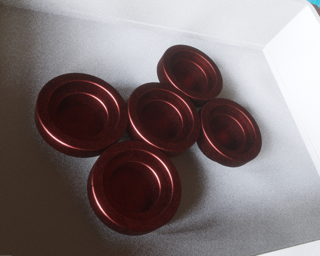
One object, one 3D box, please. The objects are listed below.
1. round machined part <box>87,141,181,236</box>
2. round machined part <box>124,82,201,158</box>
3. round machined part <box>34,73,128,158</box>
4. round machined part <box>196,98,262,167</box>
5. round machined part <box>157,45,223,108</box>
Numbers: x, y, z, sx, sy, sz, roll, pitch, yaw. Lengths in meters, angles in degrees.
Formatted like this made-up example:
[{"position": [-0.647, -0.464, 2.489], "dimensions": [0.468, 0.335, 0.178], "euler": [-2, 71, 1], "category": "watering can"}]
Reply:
[{"position": [-0.030, 0.066, 0.334], "dimensions": [0.099, 0.042, 0.098], "euler": [14, 56, -21], "category": "round machined part"}, {"position": [-0.001, -0.006, 0.394], "dimensions": [0.099, 0.042, 0.098], "euler": [14, 56, -21], "category": "round machined part"}, {"position": [-0.089, -0.011, 0.350], "dimensions": [0.099, 0.042, 0.098], "euler": [14, 56, -21], "category": "round machined part"}, {"position": [0.089, 0.010, 0.433], "dimensions": [0.099, 0.042, 0.098], "euler": [14, 56, -21], "category": "round machined part"}, {"position": [0.040, -0.071, 0.456], "dimensions": [0.099, 0.042, 0.098], "euler": [14, 56, -21], "category": "round machined part"}]
